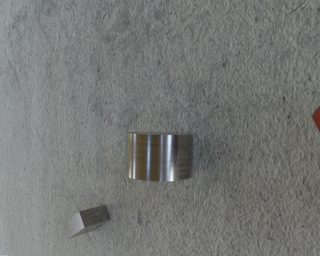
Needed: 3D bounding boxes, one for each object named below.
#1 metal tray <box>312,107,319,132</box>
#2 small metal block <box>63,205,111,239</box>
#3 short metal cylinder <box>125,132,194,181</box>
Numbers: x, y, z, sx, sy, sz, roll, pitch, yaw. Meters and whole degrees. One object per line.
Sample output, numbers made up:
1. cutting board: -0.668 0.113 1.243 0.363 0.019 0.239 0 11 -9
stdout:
1. metal tray: 0.170 0.031 0.199 0.030 0.091 0.130 101 162 -56
2. small metal block: -0.114 0.146 0.483 0.050 0.050 0.025 -40 66 33
3. short metal cylinder: -0.001 0.031 0.370 0.080 0.081 0.050 3 92 40
